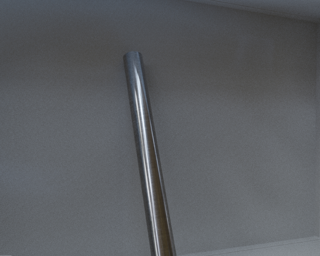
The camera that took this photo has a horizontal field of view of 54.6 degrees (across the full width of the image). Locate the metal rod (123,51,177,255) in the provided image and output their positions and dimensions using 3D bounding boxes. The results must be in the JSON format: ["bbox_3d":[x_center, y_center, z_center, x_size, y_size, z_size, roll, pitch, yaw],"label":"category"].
[{"bbox_3d":[-0.011,0.045,0.343,0.025,0.025,0.299,-2,67,-20],"label":"metal rod"}]
